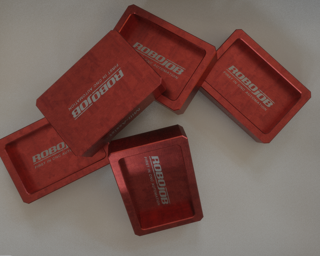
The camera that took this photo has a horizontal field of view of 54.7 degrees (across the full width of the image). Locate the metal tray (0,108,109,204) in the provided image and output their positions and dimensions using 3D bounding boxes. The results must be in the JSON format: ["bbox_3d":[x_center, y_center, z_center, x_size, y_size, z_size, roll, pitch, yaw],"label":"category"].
[{"bbox_3d":[-0.133,0.029,0.407,0.131,0.030,0.090,-27,90,-1],"label":"metal tray"}]

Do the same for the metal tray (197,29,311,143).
[{"bbox_3d":[0.119,-0.053,0.410,0.130,0.030,0.090,42,90,-1],"label":"metal tray"}]

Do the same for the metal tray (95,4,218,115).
[{"bbox_3d":[-0.005,-0.087,0.391,0.130,0.030,0.090,32,90,15],"label":"metal tray"}]

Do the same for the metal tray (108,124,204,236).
[{"bbox_3d":[-0.002,0.067,0.380,0.091,0.030,0.129,-14,117,-1],"label":"metal tray"}]

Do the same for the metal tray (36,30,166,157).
[{"bbox_3d":[-0.070,-0.039,0.366,0.130,0.030,0.090,-42,77,3],"label":"metal tray"}]
